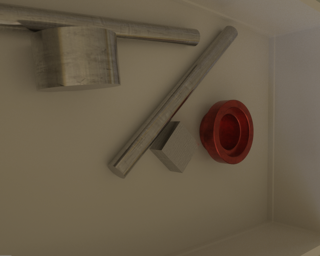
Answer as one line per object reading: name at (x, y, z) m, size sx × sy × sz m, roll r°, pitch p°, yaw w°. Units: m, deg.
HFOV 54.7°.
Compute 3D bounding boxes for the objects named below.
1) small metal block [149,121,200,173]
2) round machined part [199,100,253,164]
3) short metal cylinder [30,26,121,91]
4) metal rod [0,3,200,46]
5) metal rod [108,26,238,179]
small metal block at (0.021, 0.026, 0.426) m, size 0.050 × 0.025 × 0.050 m, roll 49°, pitch 61°, yaw -29°
round machined part at (0.100, 0.006, 0.482) m, size 0.099 × 0.042 × 0.097 m, roll 0°, pitch 90°, yaw -40°
short metal cylinder at (-0.081, -0.064, 0.304) m, size 0.081 × 0.080 × 0.050 m, roll -9°, pitch 96°, yaw -40°
metal rod at (-0.066, -0.114, 0.352) m, size 0.302 × 0.025 × 0.025 m, roll -9°, pitch 96°, yaw -40°
metal rod at (0.032, -0.052, 0.435) m, size 0.301 × 0.025 × 0.025 m, roll -51°, pitch 121°, yaw -28°
